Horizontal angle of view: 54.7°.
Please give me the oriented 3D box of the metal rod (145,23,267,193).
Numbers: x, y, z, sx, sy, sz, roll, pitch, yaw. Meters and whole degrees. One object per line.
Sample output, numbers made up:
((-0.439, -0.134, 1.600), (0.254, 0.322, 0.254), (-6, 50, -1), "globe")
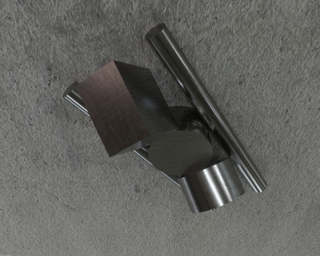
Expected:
((0.075, -0.005, 0.404), (0.025, 0.025, 0.300), (-26, 126, 20), "metal rod")

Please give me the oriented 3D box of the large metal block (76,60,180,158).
((-0.031, -0.021, 0.334), (0.050, 0.080, 0.080), (-30, 83, 22), "large metal block")

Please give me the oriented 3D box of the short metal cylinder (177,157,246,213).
((0.071, 0.078, 0.432), (0.080, 0.080, 0.050), (-25, 84, 19), "short metal cylinder")

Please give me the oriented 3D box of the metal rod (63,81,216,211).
((-0.010, 0.040, 0.442), (0.025, 0.025, 0.300), (-33, 123, 25), "metal rod")

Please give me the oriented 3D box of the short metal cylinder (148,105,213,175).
((0.026, 0.017, 0.407), (0.081, 0.050, 0.079), (0, 130, 0), "short metal cylinder")
